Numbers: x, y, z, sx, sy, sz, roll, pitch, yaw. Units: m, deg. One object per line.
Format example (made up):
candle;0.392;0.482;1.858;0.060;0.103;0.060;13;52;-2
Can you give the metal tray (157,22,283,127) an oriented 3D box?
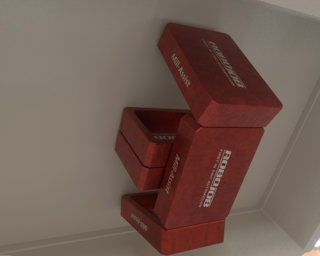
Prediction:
metal tray;0.060;-0.059;0.334;0.091;0.130;0.030;0;138;-29

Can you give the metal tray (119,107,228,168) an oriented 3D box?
metal tray;0.026;0.008;0.385;0.131;0.090;0.030;1;118;-29

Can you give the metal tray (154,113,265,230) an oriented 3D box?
metal tray;0.052;0.049;0.345;0.091;0.030;0.129;0;118;-30

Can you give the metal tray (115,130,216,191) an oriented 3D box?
metal tray;0.018;0.036;0.398;0.131;0.090;0.030;1;118;-29

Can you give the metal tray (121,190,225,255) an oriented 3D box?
metal tray;0.012;0.120;0.418;0.091;0.130;0.030;0;97;-29
